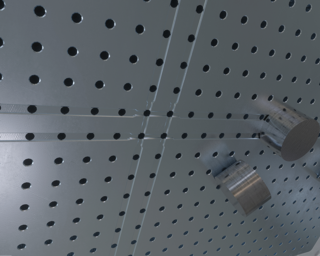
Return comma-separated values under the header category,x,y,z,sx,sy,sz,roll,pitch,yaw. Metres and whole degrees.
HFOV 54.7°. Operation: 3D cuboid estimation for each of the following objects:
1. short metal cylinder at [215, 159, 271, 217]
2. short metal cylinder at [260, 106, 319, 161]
category,x,y,z,sx,sy,sz,roll,pitch,yaw
short metal cylinder,0.136,0.099,0.512,0.050,0.080,0.080,-35,129,-6
short metal cylinder,0.217,0.009,0.520,0.081,0.050,0.079,-14,124,-21
